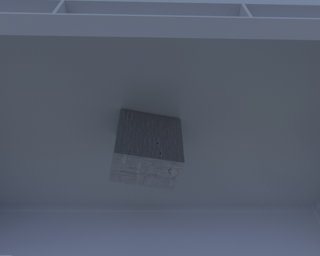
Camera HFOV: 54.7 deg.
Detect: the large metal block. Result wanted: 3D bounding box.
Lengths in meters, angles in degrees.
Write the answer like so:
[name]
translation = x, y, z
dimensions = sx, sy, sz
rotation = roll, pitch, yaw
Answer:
[large metal block]
translation = -0.017, 0.026, 0.392
dimensions = 0.081, 0.080, 0.050
rotation = 9, 129, -8
